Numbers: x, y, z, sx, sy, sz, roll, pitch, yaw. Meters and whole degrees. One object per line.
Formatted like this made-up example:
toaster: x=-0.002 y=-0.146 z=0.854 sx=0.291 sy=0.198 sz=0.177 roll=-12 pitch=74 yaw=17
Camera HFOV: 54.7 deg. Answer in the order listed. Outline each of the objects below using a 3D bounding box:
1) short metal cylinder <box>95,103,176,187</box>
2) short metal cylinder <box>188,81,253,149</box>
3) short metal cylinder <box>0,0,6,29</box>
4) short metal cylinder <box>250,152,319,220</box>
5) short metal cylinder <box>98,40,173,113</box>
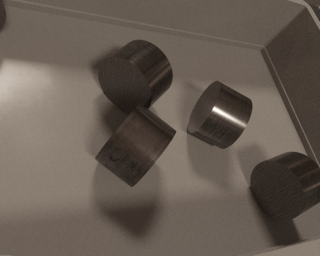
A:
short metal cylinder: x=-0.027 y=0.019 z=0.346 sx=0.050 sy=0.080 sz=0.080 roll=39 pitch=51 yaw=-3
short metal cylinder: x=0.081 y=-0.018 z=0.427 sx=0.050 sy=0.080 sz=0.080 roll=27 pitch=52 yaw=-12
short metal cylinder: x=-0.218 y=-0.144 z=0.341 sx=0.081 sy=0.080 sz=0.050 roll=-8 pitch=66 yaw=-32
short metal cylinder: x=0.171 y=0.077 z=0.418 sx=0.050 sy=0.080 sz=0.080 roll=-13 pitch=69 yaw=-34
short metal cylinder: x=-0.031 y=-0.065 z=0.394 sx=0.080 sy=0.080 sz=0.050 roll=42 pitch=51 yaw=0
